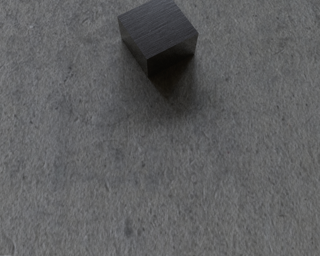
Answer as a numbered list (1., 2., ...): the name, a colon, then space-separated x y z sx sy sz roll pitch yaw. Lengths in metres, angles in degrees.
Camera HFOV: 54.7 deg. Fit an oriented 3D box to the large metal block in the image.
1. large metal block: -0.003 -0.132 0.443 0.080 0.050 0.080 -29 73 -11
